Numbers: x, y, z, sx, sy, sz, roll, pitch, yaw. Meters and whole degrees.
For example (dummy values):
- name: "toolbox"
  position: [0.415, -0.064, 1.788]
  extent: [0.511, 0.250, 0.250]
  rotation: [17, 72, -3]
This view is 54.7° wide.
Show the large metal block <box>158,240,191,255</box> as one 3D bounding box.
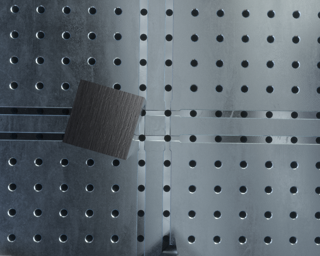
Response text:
- name: "large metal block"
  position: [0.019, 0.210, 0.401]
  extent: [0.080, 0.050, 0.080]
  rotation: [-43, 91, 0]

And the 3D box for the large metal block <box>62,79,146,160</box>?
- name: "large metal block"
  position: [-0.069, -0.010, 0.400]
  extent: [0.080, 0.050, 0.080]
  rotation: [16, 90, -1]
